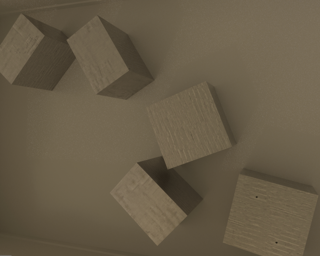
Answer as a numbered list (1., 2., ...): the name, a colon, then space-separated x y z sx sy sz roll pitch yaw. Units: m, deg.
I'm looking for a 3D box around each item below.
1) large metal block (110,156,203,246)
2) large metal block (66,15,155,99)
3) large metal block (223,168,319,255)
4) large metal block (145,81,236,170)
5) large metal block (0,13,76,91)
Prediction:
1. large metal block: -0.001 0.084 0.381 0.080 0.080 0.050 44 104 14
2. large metal block: -0.061 -0.087 0.403 0.050 0.080 0.080 -33 80 17
3. large metal block: 0.124 0.098 0.353 0.080 0.050 0.080 14 95 19
4. large metal block: 0.039 -0.002 0.383 0.080 0.050 0.080 -22 83 18
5. large metal block: -0.174 -0.104 0.443 0.050 0.080 0.080 44 104 14
